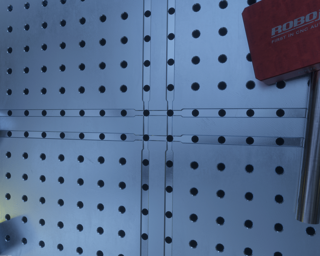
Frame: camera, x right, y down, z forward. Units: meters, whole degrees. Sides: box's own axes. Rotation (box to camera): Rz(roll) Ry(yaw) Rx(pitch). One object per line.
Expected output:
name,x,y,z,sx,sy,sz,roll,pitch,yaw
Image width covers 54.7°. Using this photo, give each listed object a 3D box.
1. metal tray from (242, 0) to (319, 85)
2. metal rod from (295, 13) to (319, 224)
metal tray,0.161,-0.108,0.330,0.130,0.030,0.090,-15,79,35
metal rod,0.181,-0.043,0.348,0.025,0.025,0.298,6,92,20
